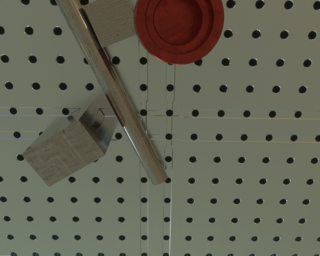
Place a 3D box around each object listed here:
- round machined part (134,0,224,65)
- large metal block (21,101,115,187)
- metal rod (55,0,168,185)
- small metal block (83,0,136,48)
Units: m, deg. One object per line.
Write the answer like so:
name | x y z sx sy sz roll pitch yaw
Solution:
round machined part | 0.019 -0.124 0.353 0.099 0.042 0.097 -3 108 -10
large metal block | -0.110 0.017 0.389 0.080 0.080 0.050 -30 108 10
metal rod | -0.062 -0.054 0.392 0.025 0.025 0.299 -23 109 8
small metal block | -0.054 -0.128 0.365 0.050 0.025 0.050 -20 109 7
